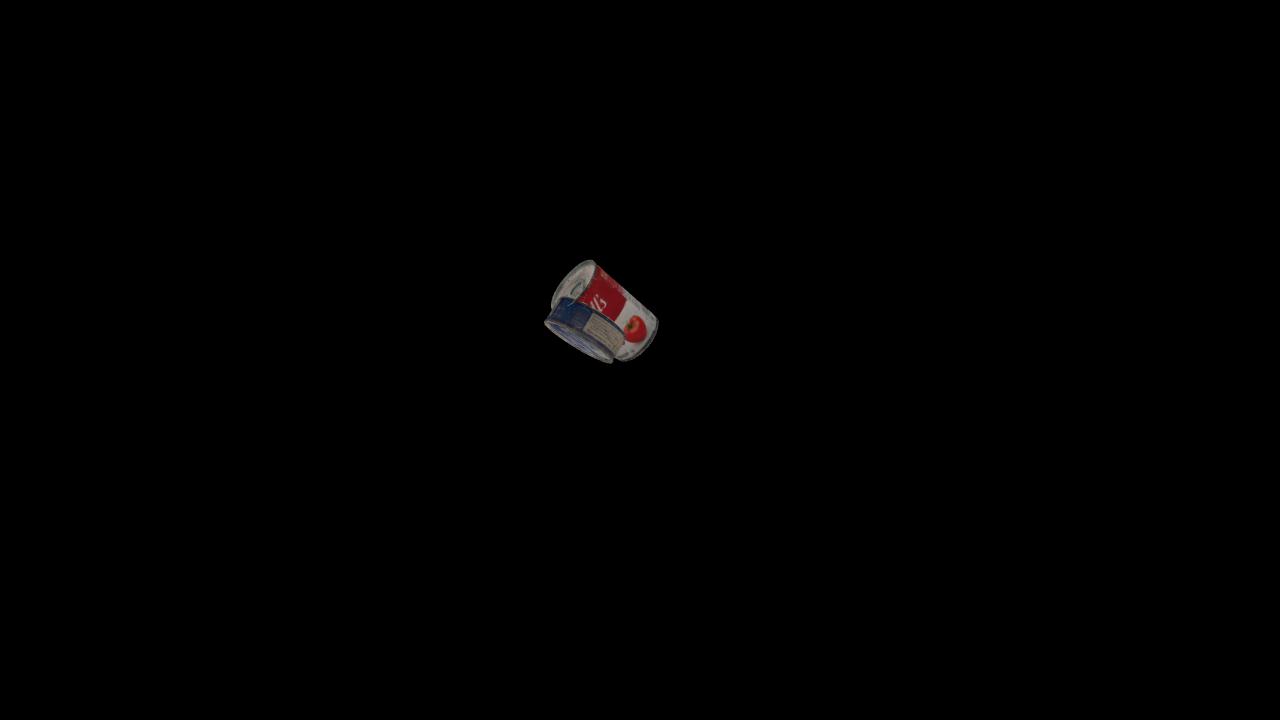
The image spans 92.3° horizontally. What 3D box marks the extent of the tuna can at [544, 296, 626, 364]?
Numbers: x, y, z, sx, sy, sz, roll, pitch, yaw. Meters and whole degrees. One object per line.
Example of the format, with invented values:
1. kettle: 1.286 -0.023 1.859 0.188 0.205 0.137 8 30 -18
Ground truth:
1. tuna can: -0.057 -0.032 0.651 0.084 0.034 0.084 29 -11 6

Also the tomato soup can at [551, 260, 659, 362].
1. tomato soup can: -0.037 -0.051 0.668 0.101 0.068 0.068 39 -22 -30
